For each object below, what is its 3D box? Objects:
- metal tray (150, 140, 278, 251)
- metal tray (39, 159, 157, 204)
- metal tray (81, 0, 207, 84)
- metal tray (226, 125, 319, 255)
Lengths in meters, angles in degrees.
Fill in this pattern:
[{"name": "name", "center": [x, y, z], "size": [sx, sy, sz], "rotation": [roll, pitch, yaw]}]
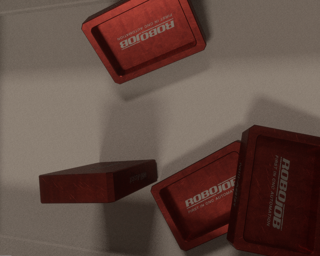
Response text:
[{"name": "metal tray", "center": [0.065, 0.083, 0.384], "size": [0.130, 0.030, 0.090], "rotation": [-31, 80, 17]}, {"name": "metal tray", "center": [-0.068, 0.062, 0.377], "size": [0.090, 0.130, 0.030], "rotation": [-5, 89, 19]}, {"name": "metal tray", "center": [-0.018, -0.119, 0.387], "size": [0.130, 0.030, 0.090], "rotation": [-19, 122, 18]}, {"name": "metal tray", "center": [0.128, 0.069, 0.332], "size": [0.091, 0.030, 0.129], "rotation": [11, 79, 2]}]
